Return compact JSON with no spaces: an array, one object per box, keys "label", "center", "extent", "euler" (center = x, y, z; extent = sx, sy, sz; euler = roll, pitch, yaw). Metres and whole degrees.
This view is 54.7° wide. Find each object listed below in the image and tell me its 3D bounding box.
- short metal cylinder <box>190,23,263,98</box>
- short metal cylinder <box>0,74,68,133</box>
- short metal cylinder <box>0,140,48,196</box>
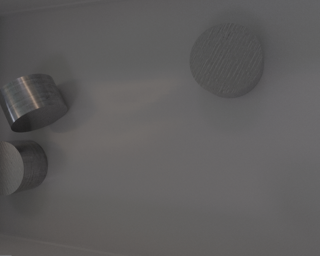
[{"label":"short metal cylinder","center":[0.081,-0.077,0.369],"extent":[0.080,0.050,0.080],"euler":[0,90,20]},{"label":"short metal cylinder","center":[-0.182,-0.035,0.446],"extent":[0.080,0.080,0.050],"euler":[-31,80,17]},{"label":"short metal cylinder","center":[-0.222,0.059,0.476],"extent":[0.080,0.050,0.080],"euler":[0,90,20]}]
